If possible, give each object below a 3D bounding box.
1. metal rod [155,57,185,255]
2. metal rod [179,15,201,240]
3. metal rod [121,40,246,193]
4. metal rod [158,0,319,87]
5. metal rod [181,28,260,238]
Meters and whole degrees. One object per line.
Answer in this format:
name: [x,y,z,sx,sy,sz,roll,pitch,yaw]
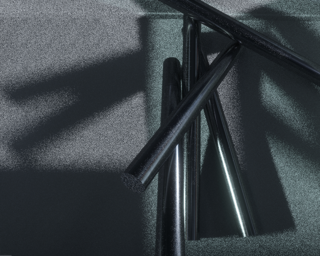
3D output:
metal rod: [0.012,0.017,0.341,0.025,0.025,0.300,2,46,1]
metal rod: [0.040,-0.014,0.400,0.025,0.025,0.299,2,76,1]
metal rod: [0.049,-0.043,0.365,0.025,0.025,0.301,30,50,10]
metal rod: [0.111,-0.126,0.417,0.301,0.025,0.025,26,72,-7]
metal rod: [0.075,-0.011,0.414,0.025,0.025,0.299,-11,70,-4]
